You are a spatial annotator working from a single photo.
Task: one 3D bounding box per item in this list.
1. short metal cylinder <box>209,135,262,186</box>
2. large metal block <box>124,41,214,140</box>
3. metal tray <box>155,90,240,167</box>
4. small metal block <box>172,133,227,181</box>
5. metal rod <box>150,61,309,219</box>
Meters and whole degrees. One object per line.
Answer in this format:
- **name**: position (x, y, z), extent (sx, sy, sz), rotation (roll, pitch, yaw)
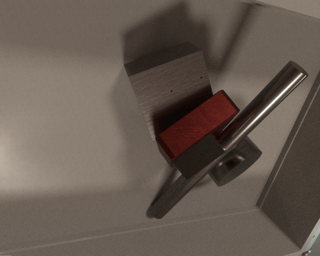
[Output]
- **short metal cylinder**: position (0.102, 0.042, 0.457), extent (0.080, 0.050, 0.080), rotation (-30, 155, -15)
- **large metal block**: position (0.012, -0.044, 0.357), extent (0.080, 0.050, 0.080), rotation (-21, 118, -3)
- **metal tray**: position (0.042, 0.007, 0.385), extent (0.090, 0.030, 0.130), rotation (-36, 170, -5)
- **small metal block**: position (0.046, 0.031, 0.346), extent (0.050, 0.025, 0.050), rotation (-38, 170, 9)
- **metal rod**: position (0.072, 0.035, 0.411), extent (0.025, 0.025, 0.298), rotation (12, 131, -34)
